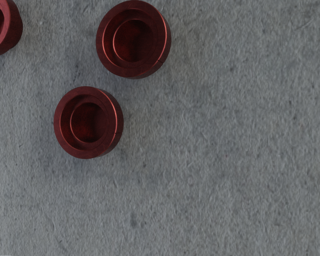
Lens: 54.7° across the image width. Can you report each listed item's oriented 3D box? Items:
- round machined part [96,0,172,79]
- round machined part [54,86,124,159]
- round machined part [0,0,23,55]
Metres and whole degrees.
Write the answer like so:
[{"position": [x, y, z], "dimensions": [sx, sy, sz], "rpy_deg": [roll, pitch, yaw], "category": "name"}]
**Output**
[{"position": [-0.031, -0.113, 0.410], "dimensions": [0.098, 0.042, 0.097], "rpy_deg": [0, 90, 19], "category": "round machined part"}, {"position": [-0.094, -0.007, 0.432], "dimensions": [0.098, 0.042, 0.097], "rpy_deg": [0, 90, 19], "category": "round machined part"}, {"position": [-0.259, -0.162, 0.489], "dimensions": [0.098, 0.042, 0.097], "rpy_deg": [0, 90, 19], "category": "round machined part"}]
